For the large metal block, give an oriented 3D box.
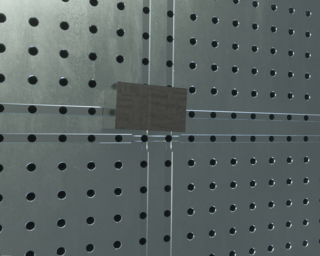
[{"bbox_3d":[-0.022,-0.022,0.375,0.081,0.080,0.050,3,89,-20],"label":"large metal block"}]
